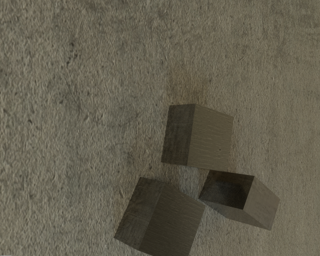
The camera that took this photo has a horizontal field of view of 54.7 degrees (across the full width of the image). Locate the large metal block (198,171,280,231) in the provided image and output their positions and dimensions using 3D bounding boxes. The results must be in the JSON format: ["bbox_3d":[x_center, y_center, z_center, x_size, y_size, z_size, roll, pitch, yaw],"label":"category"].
[{"bbox_3d":[0.120,0.108,0.470,0.080,0.080,0.050,39,66,-33],"label":"large metal block"}]

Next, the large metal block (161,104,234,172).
[{"bbox_3d":[0.054,0.015,0.433,0.081,0.050,0.080,14,81,-39],"label":"large metal block"}]

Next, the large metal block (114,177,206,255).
[{"bbox_3d":[0.002,0.117,0.390,0.080,0.050,0.080,36,68,-34],"label":"large metal block"}]
